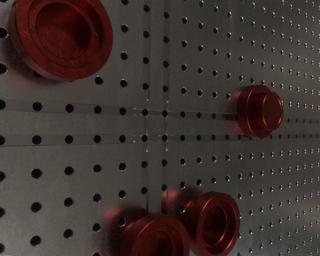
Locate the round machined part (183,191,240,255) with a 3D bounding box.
[{"bbox_3d":[0.073,0.143,0.463,0.099,0.042,0.097,0,90,-40],"label":"round machined part"}]

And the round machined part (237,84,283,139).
[{"bbox_3d":[0.185,-0.030,0.557,0.099,0.042,0.097,0,90,-40],"label":"round machined part"}]

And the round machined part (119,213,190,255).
[{"bbox_3d":[-0.011,0.156,0.391,0.099,0.042,0.097,0,90,-40],"label":"round machined part"}]

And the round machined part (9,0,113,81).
[{"bbox_3d":[-0.101,-0.096,0.314,0.099,0.042,0.097,0,90,-40],"label":"round machined part"}]
